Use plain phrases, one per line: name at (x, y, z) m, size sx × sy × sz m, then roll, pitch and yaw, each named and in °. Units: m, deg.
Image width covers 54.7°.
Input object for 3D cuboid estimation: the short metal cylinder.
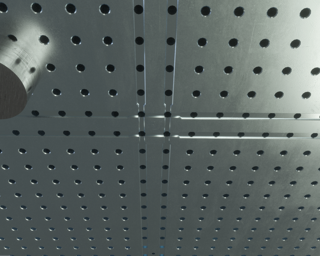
short metal cylinder at (-0.182, -0.056, 0.345) m, size 0.081 × 0.050 × 0.079 m, roll 0°, pitch 130°, yaw 0°
